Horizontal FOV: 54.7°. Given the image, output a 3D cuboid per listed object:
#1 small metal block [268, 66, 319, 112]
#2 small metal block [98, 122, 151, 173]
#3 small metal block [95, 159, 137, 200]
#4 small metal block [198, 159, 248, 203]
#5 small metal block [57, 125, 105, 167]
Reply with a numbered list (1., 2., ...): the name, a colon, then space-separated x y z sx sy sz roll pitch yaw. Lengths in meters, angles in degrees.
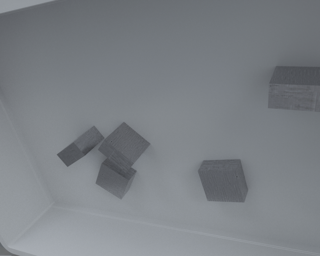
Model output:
1. small metal block: 0.134 -0.039 0.297 0.050 0.050 0.025 7 121 25
2. small metal block: -0.049 0.026 0.435 0.050 0.050 0.025 40 129 1
3. small metal block: -0.071 0.079 0.495 0.050 0.025 0.050 30 128 9
4. small metal block: 0.084 0.069 0.408 0.050 0.025 0.050 -6 116 30
5. small metal block: -0.121 0.028 0.474 0.050 0.050 0.025 -31 101 38
